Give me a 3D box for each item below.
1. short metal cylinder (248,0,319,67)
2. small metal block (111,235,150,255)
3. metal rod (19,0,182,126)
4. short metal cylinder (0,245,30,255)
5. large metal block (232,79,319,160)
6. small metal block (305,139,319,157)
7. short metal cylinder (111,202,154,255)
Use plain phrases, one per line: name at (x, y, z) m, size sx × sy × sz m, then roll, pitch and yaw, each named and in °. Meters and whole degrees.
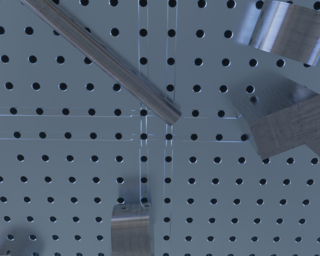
short metal cylinder at (0.146, -0.105, 0.346) m, size 0.080 × 0.080 × 0.050 m, roll 15°, pitch 109°, yaw -6°
small metal block at (-0.049, 0.203, 0.488) m, size 0.050 × 0.025 × 0.050 m, roll 20°, pitch 109°, yaw -8°
metal rod at (-0.092, -0.105, 0.373) m, size 0.301 × 0.025 × 0.025 m, roll 40°, pitch 105°, yaw -14°
short metal cylinder at (-0.246, 0.233, 0.484) m, size 0.081 × 0.050 × 0.079 m, roll 0°, pitch 110°, yaw 0°
large metal block at (0.144, -0.013, 0.380) m, size 0.080 × 0.080 × 0.050 m, roll -23°, pitch 109°, yaw 8°
small metal block at (0.212, 0.002, 0.416) m, size 0.050 × 0.025 × 0.050 m, roll 38°, pitch 106°, yaw -13°
short metal cylinder at (-0.036, 0.148, 0.438) m, size 0.050 × 0.080 × 0.079 m, roll -5°, pitch 110°, yaw 2°
